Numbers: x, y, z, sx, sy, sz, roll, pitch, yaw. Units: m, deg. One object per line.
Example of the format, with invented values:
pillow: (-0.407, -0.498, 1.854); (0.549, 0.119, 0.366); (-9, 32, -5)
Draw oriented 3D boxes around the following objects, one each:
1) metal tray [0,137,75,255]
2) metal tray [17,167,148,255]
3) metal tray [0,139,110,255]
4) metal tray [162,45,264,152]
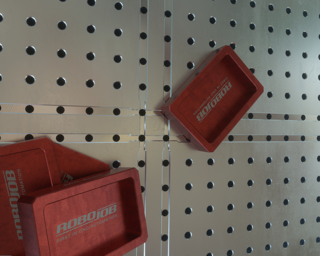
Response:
metal tray: (-0.147, 0.081, 0.323); (0.091, 0.030, 0.129); (-12, 95, -20)
metal tray: (-0.073, 0.099, 0.327); (0.131, 0.030, 0.089); (-10, 93, -48)
metal tray: (-0.126, 0.087, 0.364); (0.090, 0.030, 0.130); (26, 81, -19)
metal tray: (0.077, -0.041, 0.439); (0.090, 0.030, 0.130); (46, 75, -15)
